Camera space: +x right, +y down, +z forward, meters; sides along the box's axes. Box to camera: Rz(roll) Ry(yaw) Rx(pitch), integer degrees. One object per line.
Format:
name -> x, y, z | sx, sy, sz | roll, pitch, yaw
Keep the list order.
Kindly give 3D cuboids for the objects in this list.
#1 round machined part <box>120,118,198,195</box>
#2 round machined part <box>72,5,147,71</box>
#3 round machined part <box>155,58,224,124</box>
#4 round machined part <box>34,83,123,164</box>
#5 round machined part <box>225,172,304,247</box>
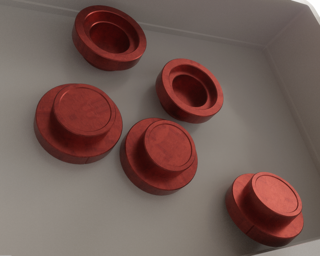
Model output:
round machined part -> 0.004, 0.029, 0.379 | 0.099, 0.042, 0.098 | 14, 56, -21
round machined part -> -0.072, -0.118, 0.428 | 0.099, 0.042, 0.098 | 14, 56, -21
round machined part -> 0.038, -0.048, 0.444 | 0.099, 0.042, 0.098 | 14, 56, -21
round machined part -> -0.089, -0.011, 0.354 | 0.099, 0.042, 0.098 | 14, 56, -21
round machined part -> 0.137, 0.094, 0.392 | 0.099, 0.042, 0.098 | 14, 38, -11
